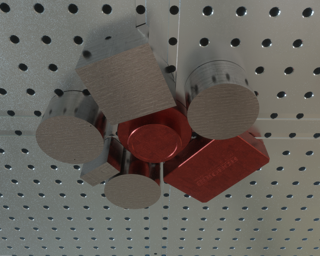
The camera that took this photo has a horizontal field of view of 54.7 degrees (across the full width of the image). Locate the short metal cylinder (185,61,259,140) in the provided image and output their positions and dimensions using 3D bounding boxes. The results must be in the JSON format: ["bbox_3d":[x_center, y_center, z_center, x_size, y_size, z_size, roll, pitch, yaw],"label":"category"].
[{"bbox_3d":[0.071,-0.032,0.368,0.081,0.050,0.079,0,130,0],"label":"short metal cylinder"}]

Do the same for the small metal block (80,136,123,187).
[{"bbox_3d":[-0.080,0.046,0.433,0.050,0.050,0.025,-30,124,23],"label":"small metal block"}]

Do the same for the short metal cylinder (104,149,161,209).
[{"bbox_3d":[-0.039,0.076,0.458,0.081,0.050,0.079,0,130,0],"label":"short metal cylinder"}]

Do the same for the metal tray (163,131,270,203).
[{"bbox_3d":[0.078,0.051,0.451,0.090,0.030,0.129,33,122,-25],"label":"metal tray"}]

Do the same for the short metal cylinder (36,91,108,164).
[{"bbox_3d":[-0.108,0.000,0.393,0.081,0.050,0.079,0,130,0],"label":"short metal cylinder"}]

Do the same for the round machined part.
[{"bbox_3d":[-0.007,0.008,0.406,0.099,0.042,0.097,0,130,0],"label":"round machined part"}]

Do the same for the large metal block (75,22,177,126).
[{"bbox_3d":[-0.034,-0.058,0.346,0.080,0.050,0.080,-17,128,13],"label":"large metal block"}]
